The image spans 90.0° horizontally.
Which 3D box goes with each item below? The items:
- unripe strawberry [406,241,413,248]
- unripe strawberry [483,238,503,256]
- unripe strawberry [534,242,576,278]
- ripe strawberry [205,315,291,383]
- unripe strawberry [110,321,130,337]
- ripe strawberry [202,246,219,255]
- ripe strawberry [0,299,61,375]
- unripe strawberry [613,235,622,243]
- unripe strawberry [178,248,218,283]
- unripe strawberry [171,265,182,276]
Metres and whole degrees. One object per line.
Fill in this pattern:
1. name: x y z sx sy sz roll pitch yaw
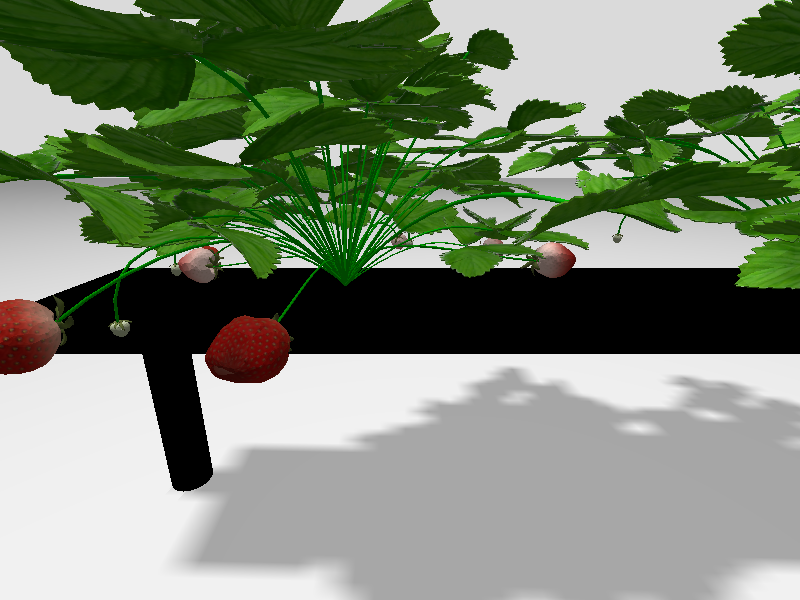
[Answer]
1. unripe strawberry: 0.011 -0.072 0.518 0.011 0.011 0.010 7 20 19
2. unripe strawberry: 0.104 -0.055 0.443 0.027 0.029 0.025 -10 21 -28
3. unripe strawberry: 0.148 -0.039 0.384 0.040 0.034 0.039 -2 19 -7
4. ripe strawberry: -0.074 0.026 0.193 0.039 0.035 0.035 2 19 7
5. unripe strawberry: -0.171 0.018 0.245 0.009 0.010 0.010 17 25 42
6. ripe strawberry: -0.202 -0.043 0.414 0.028 0.024 0.028 -3 16 22
7. ripe strawberry: -0.203 0.020 0.207 0.042 0.036 0.042 17 27 41
8. unripe strawberry: 0.280 -0.079 0.517 0.011 0.011 0.010 -13 23 -34
9. unripe strawberry: -0.189 -0.032 0.373 0.034 0.033 0.031 1 19 6
10. unripe strawberry: -0.212 -0.028 0.379 0.010 0.011 0.011 2 19 6
